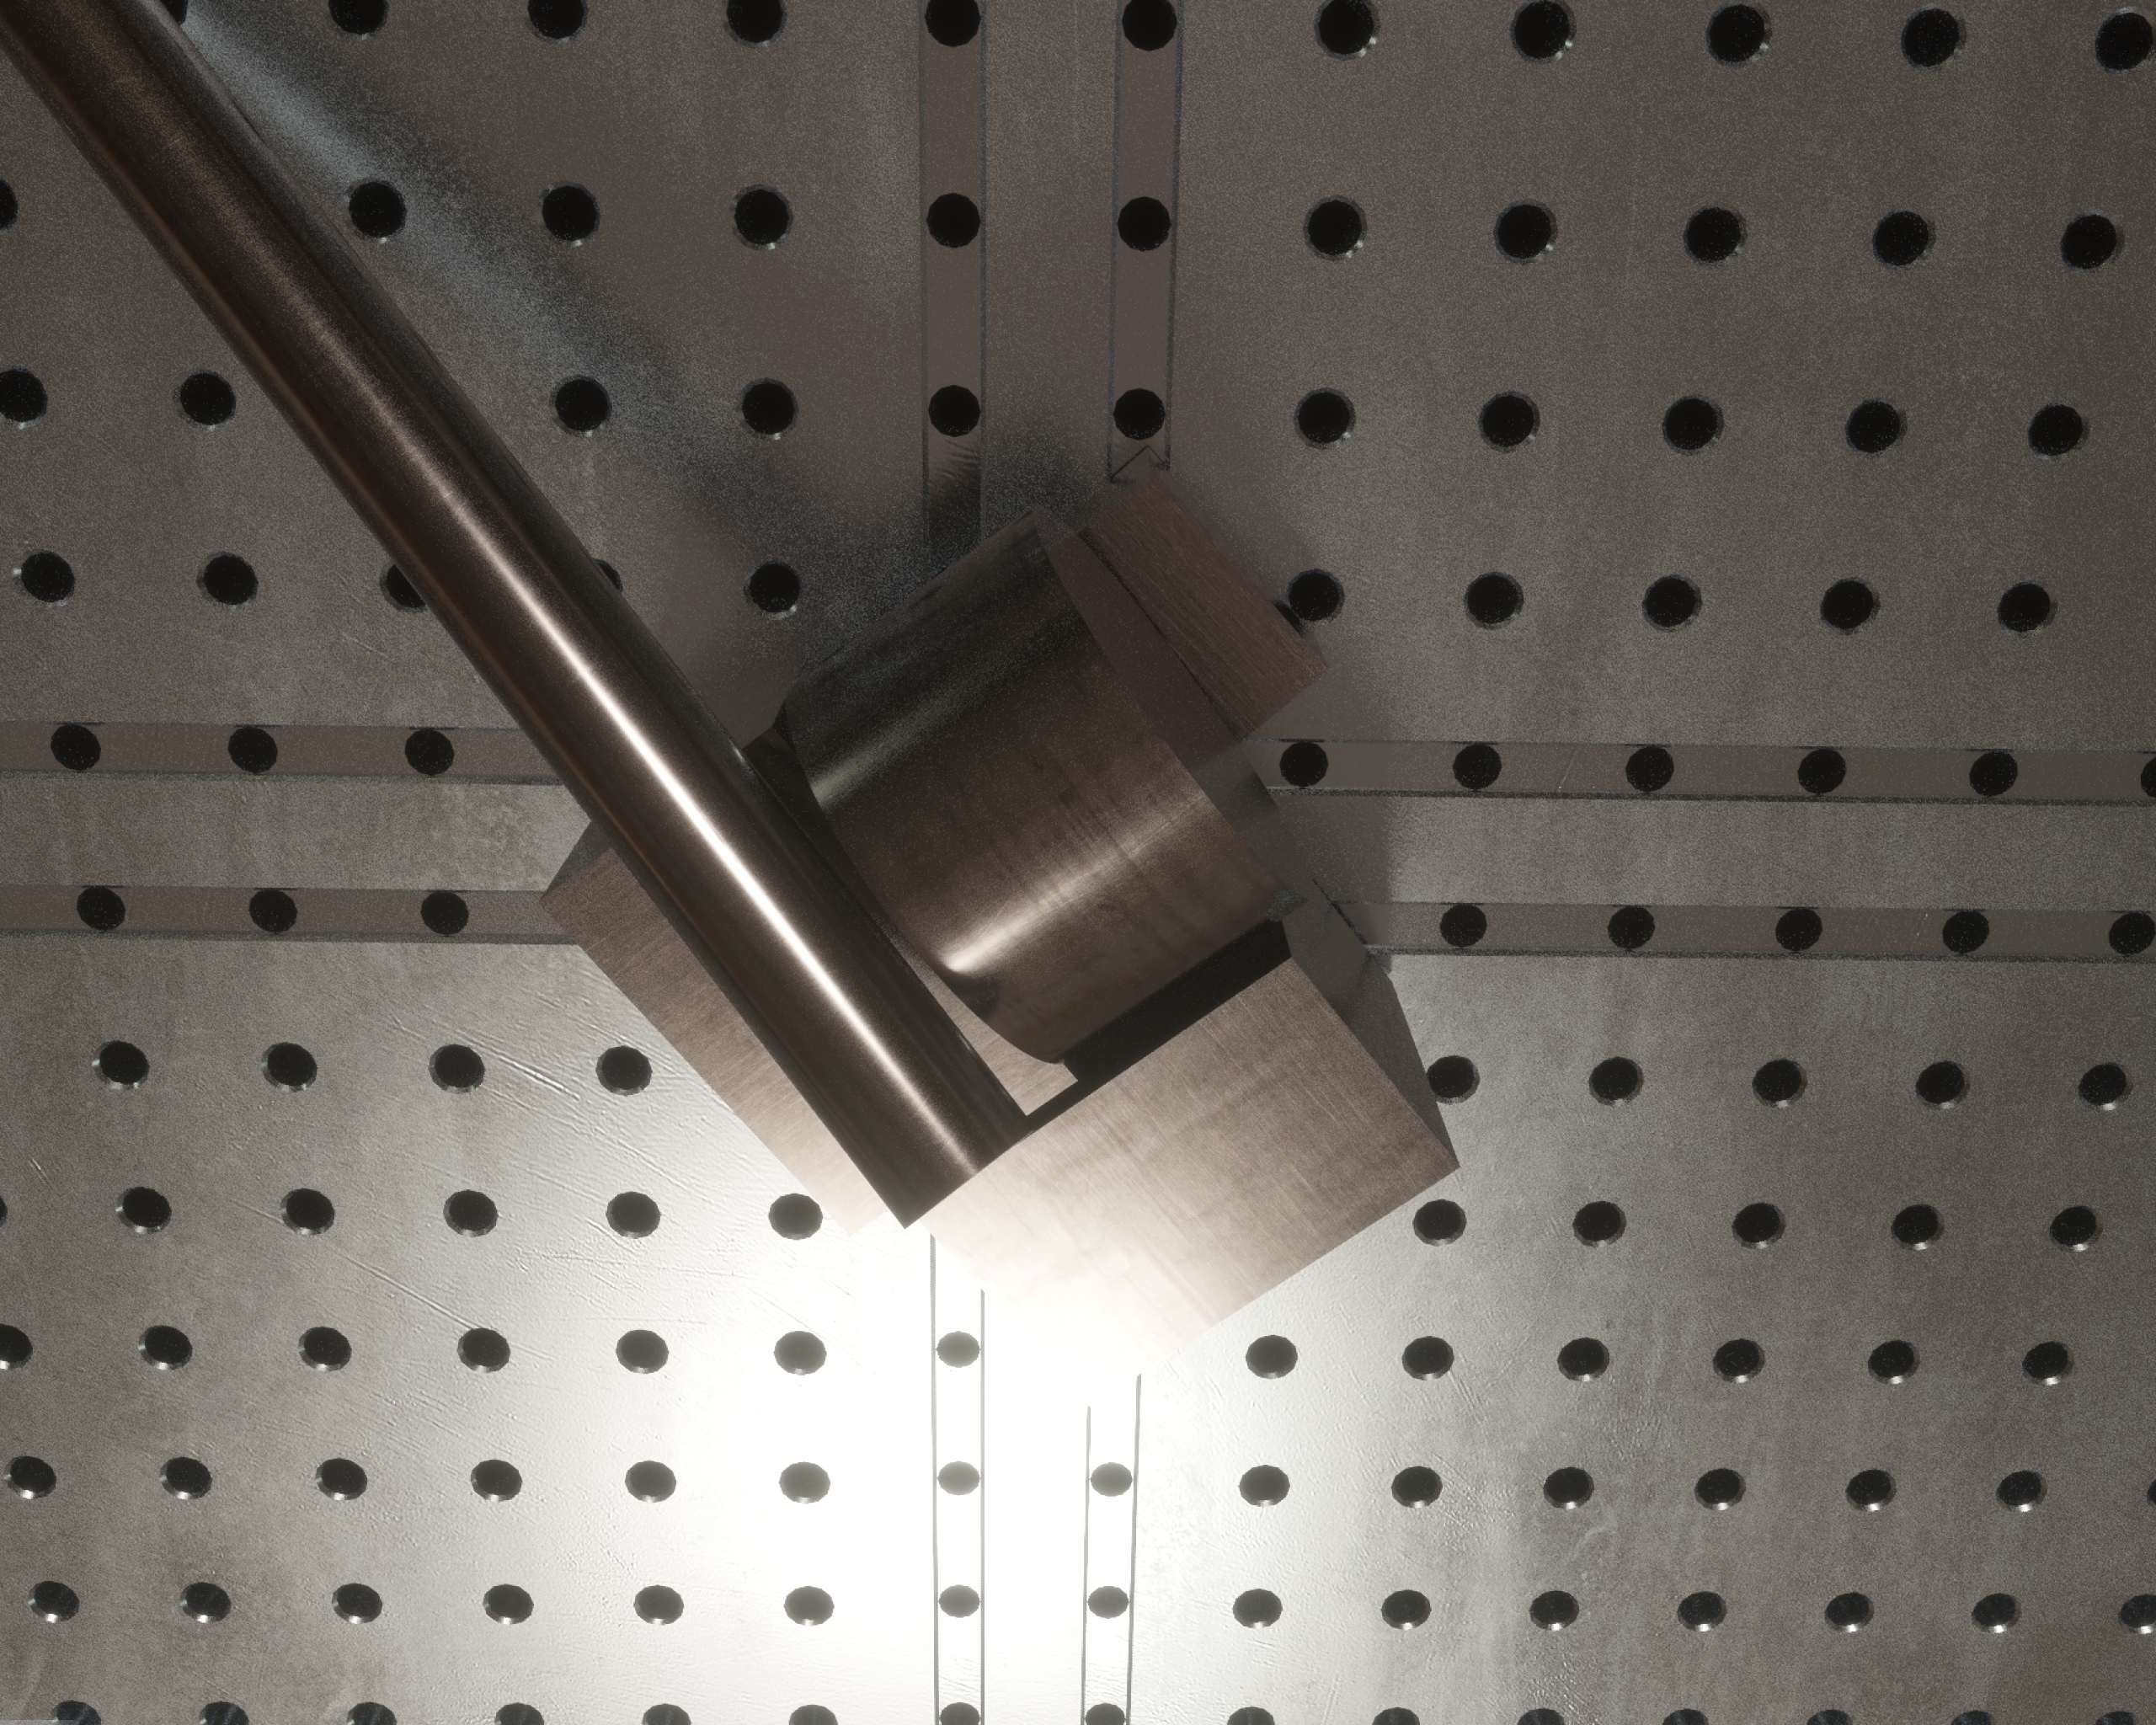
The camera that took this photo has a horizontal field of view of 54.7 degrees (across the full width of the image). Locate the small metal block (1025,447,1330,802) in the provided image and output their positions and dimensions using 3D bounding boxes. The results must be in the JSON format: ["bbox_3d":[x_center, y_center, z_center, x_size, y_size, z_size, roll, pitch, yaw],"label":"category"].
[{"bbox_3d":[0.011,-0.042,0.399,0.050,0.025,0.050,-40,106,13],"label":"small metal block"}]

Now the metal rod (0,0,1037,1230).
[{"bbox_3d":[-0.109,-0.069,0.331,0.025,0.025,0.300,-40,85,13],"label":"metal rod"}]

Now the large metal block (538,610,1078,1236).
[{"bbox_3d":[-0.045,0.008,0.387,0.050,0.080,0.080,-36,107,12],"label":"large metal block"}]

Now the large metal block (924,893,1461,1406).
[{"bbox_3d":[0.019,0.043,0.398,0.080,0.080,0.050,-36,107,12],"label":"large metal block"}]

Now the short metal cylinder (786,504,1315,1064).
[{"bbox_3d":[-0.004,-0.013,0.352,0.050,0.080,0.080,-35,107,12],"label":"short metal cylinder"}]
